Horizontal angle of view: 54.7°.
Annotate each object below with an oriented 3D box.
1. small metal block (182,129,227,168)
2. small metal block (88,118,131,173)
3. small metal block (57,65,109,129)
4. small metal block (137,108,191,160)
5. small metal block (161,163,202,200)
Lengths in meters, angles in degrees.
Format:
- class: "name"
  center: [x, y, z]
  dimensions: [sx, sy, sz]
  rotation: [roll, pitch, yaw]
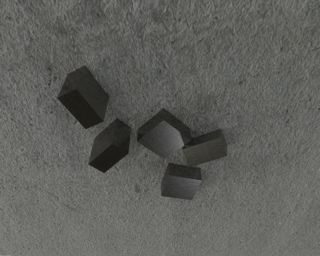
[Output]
- class: "small metal block"
  center: [0.061, 0.026, 0.409]
  dimensions: [0.050, 0.050, 0.025]
  rotation: [-19, 97, 16]
- class: "small metal block"
  center: [-0.066, 0.023, 0.410]
  dimensions: [0.025, 0.050, 0.050]
  rotation: [36, 121, -26]
- class: "small metal block"
  center: [-0.087, -0.036, 0.359]
  dimensions: [0.025, 0.050, 0.050]
  rotation: [-22, 127, 17]
- class: "small metal block"
  center: [0.005, 0.009, 0.415]
  dimensions: [0.050, 0.025, 0.050]
  rotation: [36, 121, -27]
- class: "small metal block"
  center: [0.032, 0.084, 0.479]
  dimensions: [0.050, 0.025, 0.050]
  rotation: [10, 130, -9]
